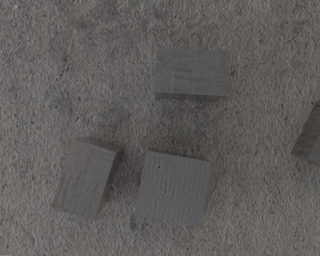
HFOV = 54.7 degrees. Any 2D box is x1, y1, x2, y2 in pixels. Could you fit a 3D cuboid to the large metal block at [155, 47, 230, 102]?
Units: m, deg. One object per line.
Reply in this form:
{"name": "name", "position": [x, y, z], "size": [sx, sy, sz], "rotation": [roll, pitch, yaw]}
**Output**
{"name": "large metal block", "position": [0.036, -0.062, 0.383], "size": [0.080, 0.080, 0.050], "rotation": [3, 90, 0]}

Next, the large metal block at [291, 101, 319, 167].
{"name": "large metal block", "position": [0.233, 0.017, 0.399], "size": [0.080, 0.050, 0.080], "rotation": [26, 90, 0]}

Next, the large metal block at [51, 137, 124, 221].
{"name": "large metal block", "position": [-0.084, 0.057, 0.382], "size": [0.050, 0.080, 0.080], "rotation": [18, 90, 0]}

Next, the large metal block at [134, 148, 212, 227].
{"name": "large metal block", "position": [0.016, 0.073, 0.397], "size": [0.080, 0.050, 0.080], "rotation": [10, 90, 0]}
